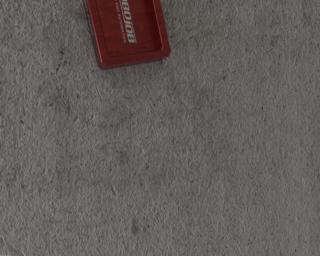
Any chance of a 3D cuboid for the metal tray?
[{"bbox_3d":[-0.045,-0.145,0.389,0.091,0.030,0.129,-14,95,-20],"label":"metal tray"}]
